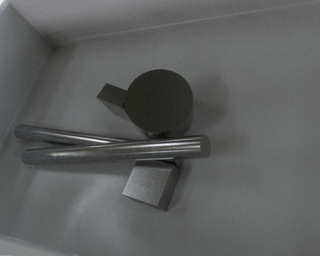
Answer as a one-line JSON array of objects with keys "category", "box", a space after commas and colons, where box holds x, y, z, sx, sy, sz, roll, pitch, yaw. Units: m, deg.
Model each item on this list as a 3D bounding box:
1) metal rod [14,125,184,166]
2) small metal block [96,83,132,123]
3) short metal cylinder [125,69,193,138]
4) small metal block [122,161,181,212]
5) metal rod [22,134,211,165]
[{"category": "metal rod", "box": [-0.105, 0.020, 0.446, 0.300, 0.025, 0.025, 6, 65, 30]}, {"category": "small metal block", "box": [-0.053, -0.033, 0.436, 0.050, 0.050, 0.025, 23, 74, 36]}, {"category": "short metal cylinder", "box": [0.001, -0.026, 0.386, 0.080, 0.050, 0.080, -2, 73, 6]}, {"category": "small metal block", "box": [-0.009, 0.066, 0.369, 0.050, 0.025, 0.050, 10, 67, 32]}, {"category": "metal rod", "box": [-0.078, 0.032, 0.402, 0.300, 0.025, 0.025, -6, 59, 33]}]
